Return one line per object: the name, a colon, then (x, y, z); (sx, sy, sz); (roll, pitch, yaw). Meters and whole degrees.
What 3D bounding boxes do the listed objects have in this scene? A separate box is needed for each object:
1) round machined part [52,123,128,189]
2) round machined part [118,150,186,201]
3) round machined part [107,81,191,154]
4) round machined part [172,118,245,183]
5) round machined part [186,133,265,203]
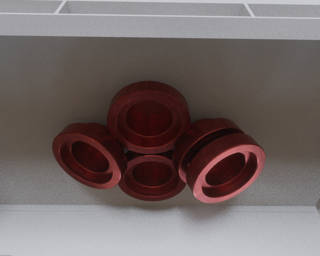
round machined part: (-0.087, 0.032, 0.408); (0.098, 0.042, 0.097); (13, 132, 16)
round machined part: (-0.011, 0.059, 0.445); (0.099, 0.042, 0.097); (0, 130, 0)
round machined part: (-0.013, -0.017, 0.380); (0.099, 0.042, 0.097); (0, 130, 0)
round machined part: (0.061, 0.026, 0.405); (0.099, 0.042, 0.097); (-15, 132, -17)
round machined part: (0.076, 0.044, 0.383); (0.099, 0.042, 0.097); (-15, 132, -17)
